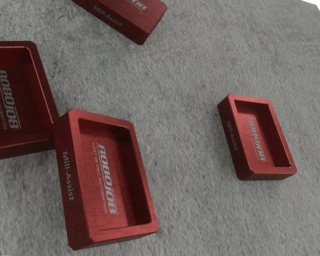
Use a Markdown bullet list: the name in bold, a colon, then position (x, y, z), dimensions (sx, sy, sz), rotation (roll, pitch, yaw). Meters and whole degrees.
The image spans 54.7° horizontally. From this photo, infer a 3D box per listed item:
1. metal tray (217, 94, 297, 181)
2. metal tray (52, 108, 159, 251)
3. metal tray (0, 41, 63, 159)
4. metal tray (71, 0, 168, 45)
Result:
- **metal tray**: position (0.146, 0.014, 0.473), dimensions (0.091, 0.030, 0.130), rotation (4, 60, -26)
- **metal tray**: position (-0.055, 0.050, 0.318), dimensions (0.091, 0.030, 0.130), rotation (13, 54, -49)
- **metal tray**: position (-0.166, -0.033, 0.331), dimensions (0.091, 0.030, 0.130), rotation (-11, 67, -33)
- **metal tray**: position (-0.062, -0.199, 0.490), dimensions (0.130, 0.030, 0.090), rotation (32, 51, -8)
